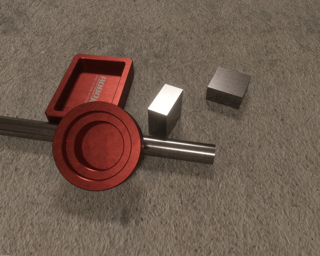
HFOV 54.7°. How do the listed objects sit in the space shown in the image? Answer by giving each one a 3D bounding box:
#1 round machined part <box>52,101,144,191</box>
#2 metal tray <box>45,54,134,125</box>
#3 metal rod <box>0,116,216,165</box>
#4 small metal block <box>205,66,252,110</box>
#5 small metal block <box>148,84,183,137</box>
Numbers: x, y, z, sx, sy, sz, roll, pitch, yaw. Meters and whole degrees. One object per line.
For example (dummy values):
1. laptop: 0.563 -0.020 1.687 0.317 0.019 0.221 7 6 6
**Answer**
1. round machined part: -0.067 0.021 0.354 0.099 0.042 0.097 0 85 5
2. metal tray: -0.094 -0.051 0.441 0.091 0.030 0.130 7 50 5
3. metal rod: -0.083 0.013 0.391 0.302 0.025 0.025 7 51 6
4. small metal block: 0.101 -0.059 0.454 0.050 0.025 0.050 20 53 15
5. small metal block: 0.007 -0.020 0.404 0.025 0.050 0.050 20 53 16
